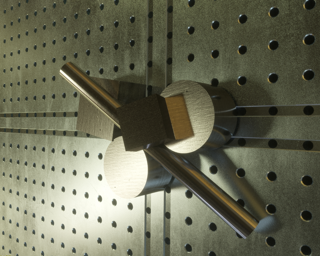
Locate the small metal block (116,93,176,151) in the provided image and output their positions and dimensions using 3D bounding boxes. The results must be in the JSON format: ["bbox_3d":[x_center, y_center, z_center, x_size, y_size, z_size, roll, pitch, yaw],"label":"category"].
[{"bbox_3d":[-0.016,-0.005,0.343,0.050,0.025,0.050,-18,78,20],"label":"small metal block"}]

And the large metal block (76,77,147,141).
[{"bbox_3d":[-0.071,-0.029,0.445,0.080,0.050,0.079,14,99,39],"label":"large metal block"}]

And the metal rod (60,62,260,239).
[{"bbox_3d":[-0.013,0.015,0.369,0.300,0.025,0.025,40,115,17],"label":"metal rod"}]

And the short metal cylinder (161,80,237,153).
[{"bbox_3d":[0.040,-0.012,0.355,0.080,0.050,0.079,0,90,40],"label":"short metal cylinder"}]

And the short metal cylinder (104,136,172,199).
[{"bbox_3d":[-0.029,0.050,0.412,0.080,0.050,0.079,0,90,40],"label":"short metal cylinder"}]
